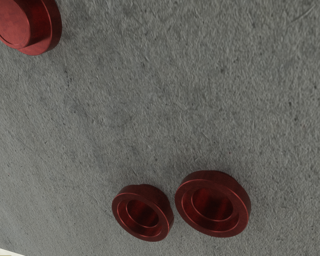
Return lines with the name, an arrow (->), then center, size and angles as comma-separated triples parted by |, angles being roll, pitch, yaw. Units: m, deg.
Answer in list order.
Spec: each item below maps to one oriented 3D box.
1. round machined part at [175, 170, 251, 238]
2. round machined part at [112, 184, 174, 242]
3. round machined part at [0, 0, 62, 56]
round machined part -> 0.073, 0.096, 0.417 | 0.098, 0.042, 0.097 | 13, 124, 21
round machined part -> -0.023, 0.127, 0.487 | 0.098, 0.042, 0.097 | 13, 124, 21
round machined part -> -0.181, -0.142, 0.404 | 0.098, 0.042, 0.097 | 13, 124, 21
